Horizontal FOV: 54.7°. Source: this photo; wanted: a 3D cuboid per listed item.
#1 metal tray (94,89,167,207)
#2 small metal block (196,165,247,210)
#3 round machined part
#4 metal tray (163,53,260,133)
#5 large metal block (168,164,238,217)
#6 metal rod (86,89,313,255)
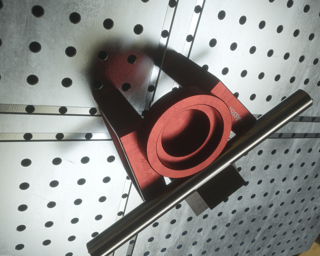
[{"bbox_3d":[-0.031,0.028,0.370,0.030,0.090,0.129,-26,128,-12],"label":"metal tray"},{"bbox_3d":[0.070,0.069,0.372,0.050,0.050,0.025,-37,85,-4],"label":"small metal block"},{"bbox_3d":[0.023,0.001,0.325,0.099,0.042,0.097,-14,125,-21],"label":"round machined part"},{"bbox_3d":[0.071,-0.032,0.389,0.030,0.090,0.130,-49,129,7],"label":"metal tray"},{"bbox_3d":[0.056,0.063,0.443,0.080,0.080,0.050,-36,129,-5],"label":"large metal block"},{"bbox_3d":[0.049,0.050,0.354,0.301,0.025,0.025,-35,129,-5],"label":"metal rod"}]
